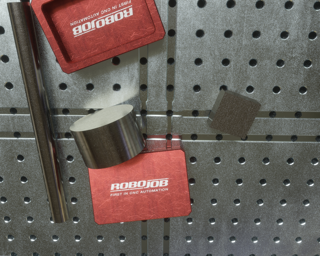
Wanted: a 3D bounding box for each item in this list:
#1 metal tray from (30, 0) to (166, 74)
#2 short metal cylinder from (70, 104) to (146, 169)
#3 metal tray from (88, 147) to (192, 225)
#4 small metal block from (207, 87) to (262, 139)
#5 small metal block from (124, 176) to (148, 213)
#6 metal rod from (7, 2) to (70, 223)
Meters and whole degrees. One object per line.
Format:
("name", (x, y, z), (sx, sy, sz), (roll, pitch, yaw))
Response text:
("metal tray", (-0.069, -0.128, 0.362), (0.130, 0.030, 0.090), (-19, 109, 6))
("short metal cylinder", (-0.064, 0.009, 0.387), (0.080, 0.080, 0.050), (-15, 109, 5))
("metal tray", (-0.027, 0.078, 0.425), (0.131, 0.030, 0.089), (-6, 92, 2))
("small metal block", (0.096, -0.019, 0.407), (0.050, 0.025, 0.050), (19, 109, -7))
("small metal block", (-0.031, 0.092, 0.447), (0.050, 0.025, 0.050), (-18, 109, 6))
("metal rod", (-0.155, -0.006, 0.409), (0.025, 0.025, 0.298), (-3, 110, 1))
